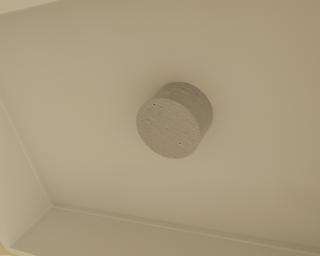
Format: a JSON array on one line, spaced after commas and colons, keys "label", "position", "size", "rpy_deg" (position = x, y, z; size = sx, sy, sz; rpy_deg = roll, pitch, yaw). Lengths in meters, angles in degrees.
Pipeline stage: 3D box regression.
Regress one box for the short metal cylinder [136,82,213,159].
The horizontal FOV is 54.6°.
[{"label": "short metal cylinder", "position": [0.018, -0.010, 0.377], "size": [0.080, 0.050, 0.080], "rpy_deg": [13, 124, 21]}]
